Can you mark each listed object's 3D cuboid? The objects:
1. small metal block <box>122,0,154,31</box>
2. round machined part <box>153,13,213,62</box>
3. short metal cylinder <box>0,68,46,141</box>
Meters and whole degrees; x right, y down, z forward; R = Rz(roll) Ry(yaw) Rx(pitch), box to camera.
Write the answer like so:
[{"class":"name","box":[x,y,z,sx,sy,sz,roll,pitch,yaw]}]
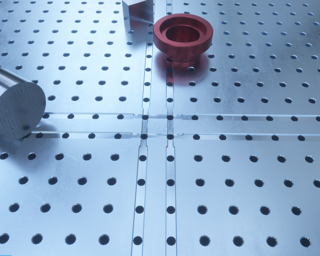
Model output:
[{"class":"small metal block","box":[-0.040,-0.215,0.571,0.050,0.050,0.025,-25,55,-20]},{"class":"round machined part","box":[0.038,-0.148,0.522,0.099,0.042,0.098,0,50,0]},{"class":"short metal cylinder","box":[-0.196,-0.030,0.396,0.050,0.080,0.080,26,55,20]}]
